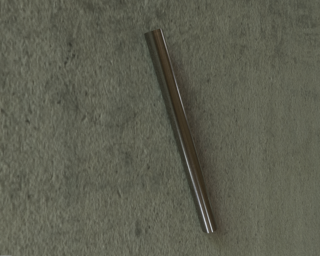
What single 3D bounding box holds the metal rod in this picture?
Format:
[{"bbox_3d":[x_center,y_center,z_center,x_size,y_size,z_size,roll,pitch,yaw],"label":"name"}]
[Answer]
[{"bbox_3d":[0.034,0.014,0.434,0.025,0.025,0.298,-28,108,-37],"label":"metal rod"}]
